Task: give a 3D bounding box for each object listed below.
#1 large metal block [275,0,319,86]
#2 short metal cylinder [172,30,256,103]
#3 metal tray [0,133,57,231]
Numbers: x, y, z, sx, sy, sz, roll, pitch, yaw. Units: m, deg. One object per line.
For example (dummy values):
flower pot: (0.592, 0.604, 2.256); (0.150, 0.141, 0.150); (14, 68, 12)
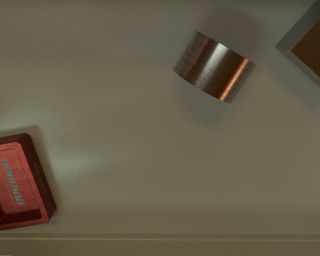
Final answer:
large metal block: (0.201, -0.100, 0.364); (0.080, 0.050, 0.080); (36, 106, -13)
short metal cylinder: (0.062, -0.071, 0.357); (0.080, 0.080, 0.050); (27, 108, -10)
metal tray: (-0.211, 0.078, 0.434); (0.090, 0.030, 0.129); (-11, 110, 3)
